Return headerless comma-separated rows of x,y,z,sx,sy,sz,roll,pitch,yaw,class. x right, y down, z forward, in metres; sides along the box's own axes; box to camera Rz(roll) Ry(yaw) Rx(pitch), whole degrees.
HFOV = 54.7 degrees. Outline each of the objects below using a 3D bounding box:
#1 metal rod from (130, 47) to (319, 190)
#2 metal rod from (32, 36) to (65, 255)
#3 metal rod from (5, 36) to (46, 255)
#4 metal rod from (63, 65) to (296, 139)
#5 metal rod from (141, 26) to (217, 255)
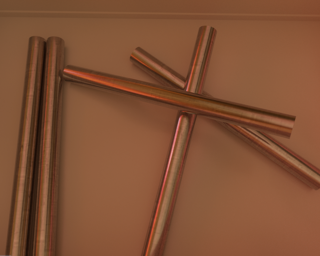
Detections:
0.083,-0.019,0.417,0.300,0.025,0.025,36,74,12,metal rod
-0.143,0.013,0.403,0.025,0.025,0.299,-4,70,-1,metal rod
-0.171,0.013,0.403,0.025,0.025,0.299,-3,70,-1,metal rod
0.005,-0.039,0.381,0.301,0.025,0.025,16,70,22,metal rod
0.027,0.010,0.387,0.025,0.025,0.299,14,77,5,metal rod
